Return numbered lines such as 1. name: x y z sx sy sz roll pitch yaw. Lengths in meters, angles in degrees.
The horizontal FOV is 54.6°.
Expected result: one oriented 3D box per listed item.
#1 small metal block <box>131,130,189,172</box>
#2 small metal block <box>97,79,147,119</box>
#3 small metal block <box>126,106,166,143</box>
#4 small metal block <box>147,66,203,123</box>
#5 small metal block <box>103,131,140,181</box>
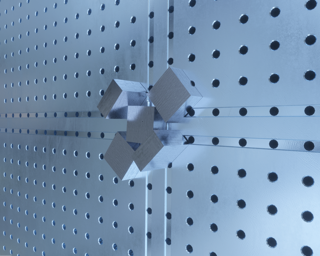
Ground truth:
1. small metal block: 0.000 0.028 0.394 0.050 0.050 0.025 -50 60 28
2. small metal block: -0.052 -0.040 0.437 0.025 0.050 0.050 51 121 27
3. small metal block: -0.019 -0.004 0.425 0.050 0.025 0.050 5 92 41
4. small metal block: 0.018 -0.041 0.396 0.050 0.025 0.050 -48 62 30
5. small metal block: -0.050 0.040 0.451 0.050 0.025 0.050 45 117 30
